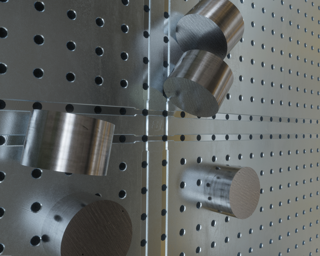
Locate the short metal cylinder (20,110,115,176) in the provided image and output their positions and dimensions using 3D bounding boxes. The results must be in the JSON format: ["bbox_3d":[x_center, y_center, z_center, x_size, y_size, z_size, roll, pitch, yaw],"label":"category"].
[{"bbox_3d":[-0.088,0.015,0.301,0.081,0.080,0.050,14,81,-40],"label":"short metal cylinder"}]

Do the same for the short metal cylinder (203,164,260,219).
[{"bbox_3d":[0.115,0.099,0.492,0.081,0.050,0.079,0,90,-40],"label":"short metal cylinder"}]

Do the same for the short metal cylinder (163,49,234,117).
[{"bbox_3d":[0.052,-0.059,0.419,0.080,0.080,0.050,45,63,-31],"label":"short metal cylinder"}]

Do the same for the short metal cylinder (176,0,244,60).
[{"bbox_3d":[0.070,-0.135,0.434,0.050,0.080,0.080,-50,120,-28],"label":"short metal cylinder"}]

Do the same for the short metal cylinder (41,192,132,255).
[{"bbox_3d":[-0.077,0.112,0.330,0.081,0.050,0.079,0,90,-40],"label":"short metal cylinder"}]
